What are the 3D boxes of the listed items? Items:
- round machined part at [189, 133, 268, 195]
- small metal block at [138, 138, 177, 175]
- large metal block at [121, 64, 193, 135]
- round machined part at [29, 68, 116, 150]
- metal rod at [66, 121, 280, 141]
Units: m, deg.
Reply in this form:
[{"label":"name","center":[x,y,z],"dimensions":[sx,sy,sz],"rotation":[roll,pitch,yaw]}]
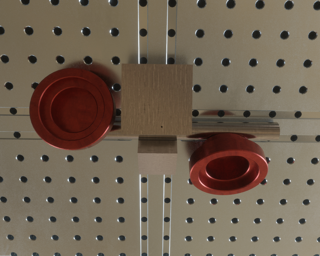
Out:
[{"label":"round machined part","center":[0.087,0.044,0.408],"dimensions":[0.099,0.042,0.097],"rotation":[0,136,0]},{"label":"small metal block","center":[-0.003,0.039,0.417],"dimensions":[0.050,0.025,0.050],"rotation":[1,139,-1]},{"label":"large metal block","center":[-0.004,-0.033,0.376],"dimensions":[0.081,0.050,0.079],"rotation":[1,92,-1]},{"label":"round machined part","center":[-0.103,-0.021,0.382],"dimensions":[0.099,0.042,0.097],"rotation":[0,84,-1]},{"label":"metal rod","center":[0.006,0.003,0.415],"dimensions":[0.302,0.025,0.025],"rotation":[0,110,-1]}]
